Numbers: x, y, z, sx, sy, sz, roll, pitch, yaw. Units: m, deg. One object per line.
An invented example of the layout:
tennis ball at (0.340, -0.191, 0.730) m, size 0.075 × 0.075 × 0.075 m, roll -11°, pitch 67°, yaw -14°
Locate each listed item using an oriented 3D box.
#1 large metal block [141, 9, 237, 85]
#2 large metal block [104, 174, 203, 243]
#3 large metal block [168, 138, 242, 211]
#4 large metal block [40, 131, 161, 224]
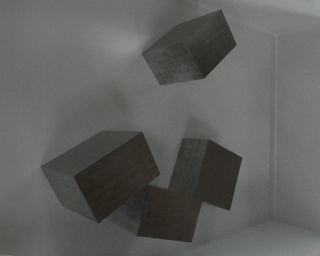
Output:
large metal block at (0.038, -0.102, 0.402) m, size 0.080 × 0.080 × 0.050 m, roll -47°, pitch 118°, yaw -30°
large metal block at (-0.012, 0.091, 0.359) m, size 0.080 × 0.080 × 0.050 m, roll 23°, pitch 78°, yaw -38°
large metal block at (0.066, 0.066, 0.446) m, size 0.080 × 0.050 × 0.080 m, roll 27°, pitch 73°, yaw -37°
large metal block at (-0.062, 0.044, 0.319) m, size 0.081 × 0.080 × 0.050 m, roll -34°, pitch 111°, yaw -35°
